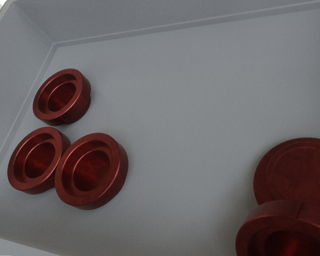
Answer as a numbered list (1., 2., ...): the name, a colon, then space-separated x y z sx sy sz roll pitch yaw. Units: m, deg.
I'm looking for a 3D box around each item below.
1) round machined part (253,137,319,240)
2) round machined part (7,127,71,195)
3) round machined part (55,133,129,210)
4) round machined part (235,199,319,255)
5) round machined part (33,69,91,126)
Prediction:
1. round machined part: 0.138 0.052 0.291 0.098 0.042 0.098 -13 56 21
2. round machined part: -0.169 0.051 0.453 0.098 0.042 0.098 -13 56 21
3. round machined part: -0.083 0.059 0.403 0.098 0.042 0.098 -13 56 21
4. round machined part: 0.116 0.099 0.250 0.098 0.097 0.042 13 30 33
5. round machined part: -0.153 -0.045 0.503 0.098 0.042 0.098 -13 56 21
